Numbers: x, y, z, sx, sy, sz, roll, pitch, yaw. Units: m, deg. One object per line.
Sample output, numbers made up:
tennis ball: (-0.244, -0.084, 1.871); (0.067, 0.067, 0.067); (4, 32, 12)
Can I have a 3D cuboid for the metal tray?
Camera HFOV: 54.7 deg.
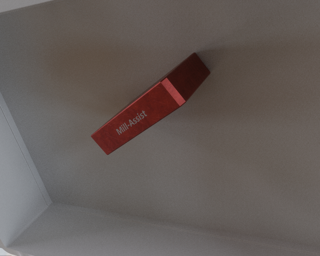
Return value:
metal tray: (-0.012, -0.027, 0.354); (0.130, 0.090, 0.030); (-33, 100, 38)
